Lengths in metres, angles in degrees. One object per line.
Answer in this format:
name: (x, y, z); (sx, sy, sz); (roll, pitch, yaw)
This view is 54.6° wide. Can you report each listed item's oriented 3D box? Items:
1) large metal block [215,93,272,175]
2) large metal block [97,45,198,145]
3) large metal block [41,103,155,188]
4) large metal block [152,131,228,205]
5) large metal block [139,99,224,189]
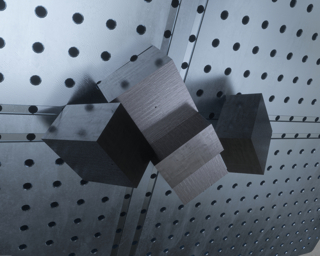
large metal block: (0.120, 0.009, 0.438); (0.080, 0.050, 0.080); (58, 44, -39)
large metal block: (-0.013, -0.035, 0.365); (0.080, 0.050, 0.080); (-35, 130, -3)
large metal block: (-0.065, 0.019, 0.342); (0.080, 0.080, 0.050); (58, 45, -39)
large metal block: (0.041, 0.051, 0.448); (0.080, 0.050, 0.080); (-35, 128, -5)
large metal block: (0.019, 0.015, 0.394); (0.080, 0.080, 0.050); (-36, 131, -4)
